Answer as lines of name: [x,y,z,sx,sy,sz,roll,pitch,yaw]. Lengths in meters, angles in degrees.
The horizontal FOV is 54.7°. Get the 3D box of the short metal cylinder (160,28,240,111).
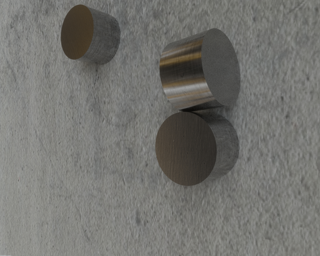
short metal cylinder: [0.045,-0.059,0.331,0.050,0.081,0.080,-8,85,39]

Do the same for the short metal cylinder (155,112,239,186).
short metal cylinder: [0.042,0.022,0.352,0.080,0.050,0.079,2,92,39]

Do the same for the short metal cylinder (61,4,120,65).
short metal cylinder: [-0.107,-0.141,0.474,0.080,0.050,0.079,0,90,39]
